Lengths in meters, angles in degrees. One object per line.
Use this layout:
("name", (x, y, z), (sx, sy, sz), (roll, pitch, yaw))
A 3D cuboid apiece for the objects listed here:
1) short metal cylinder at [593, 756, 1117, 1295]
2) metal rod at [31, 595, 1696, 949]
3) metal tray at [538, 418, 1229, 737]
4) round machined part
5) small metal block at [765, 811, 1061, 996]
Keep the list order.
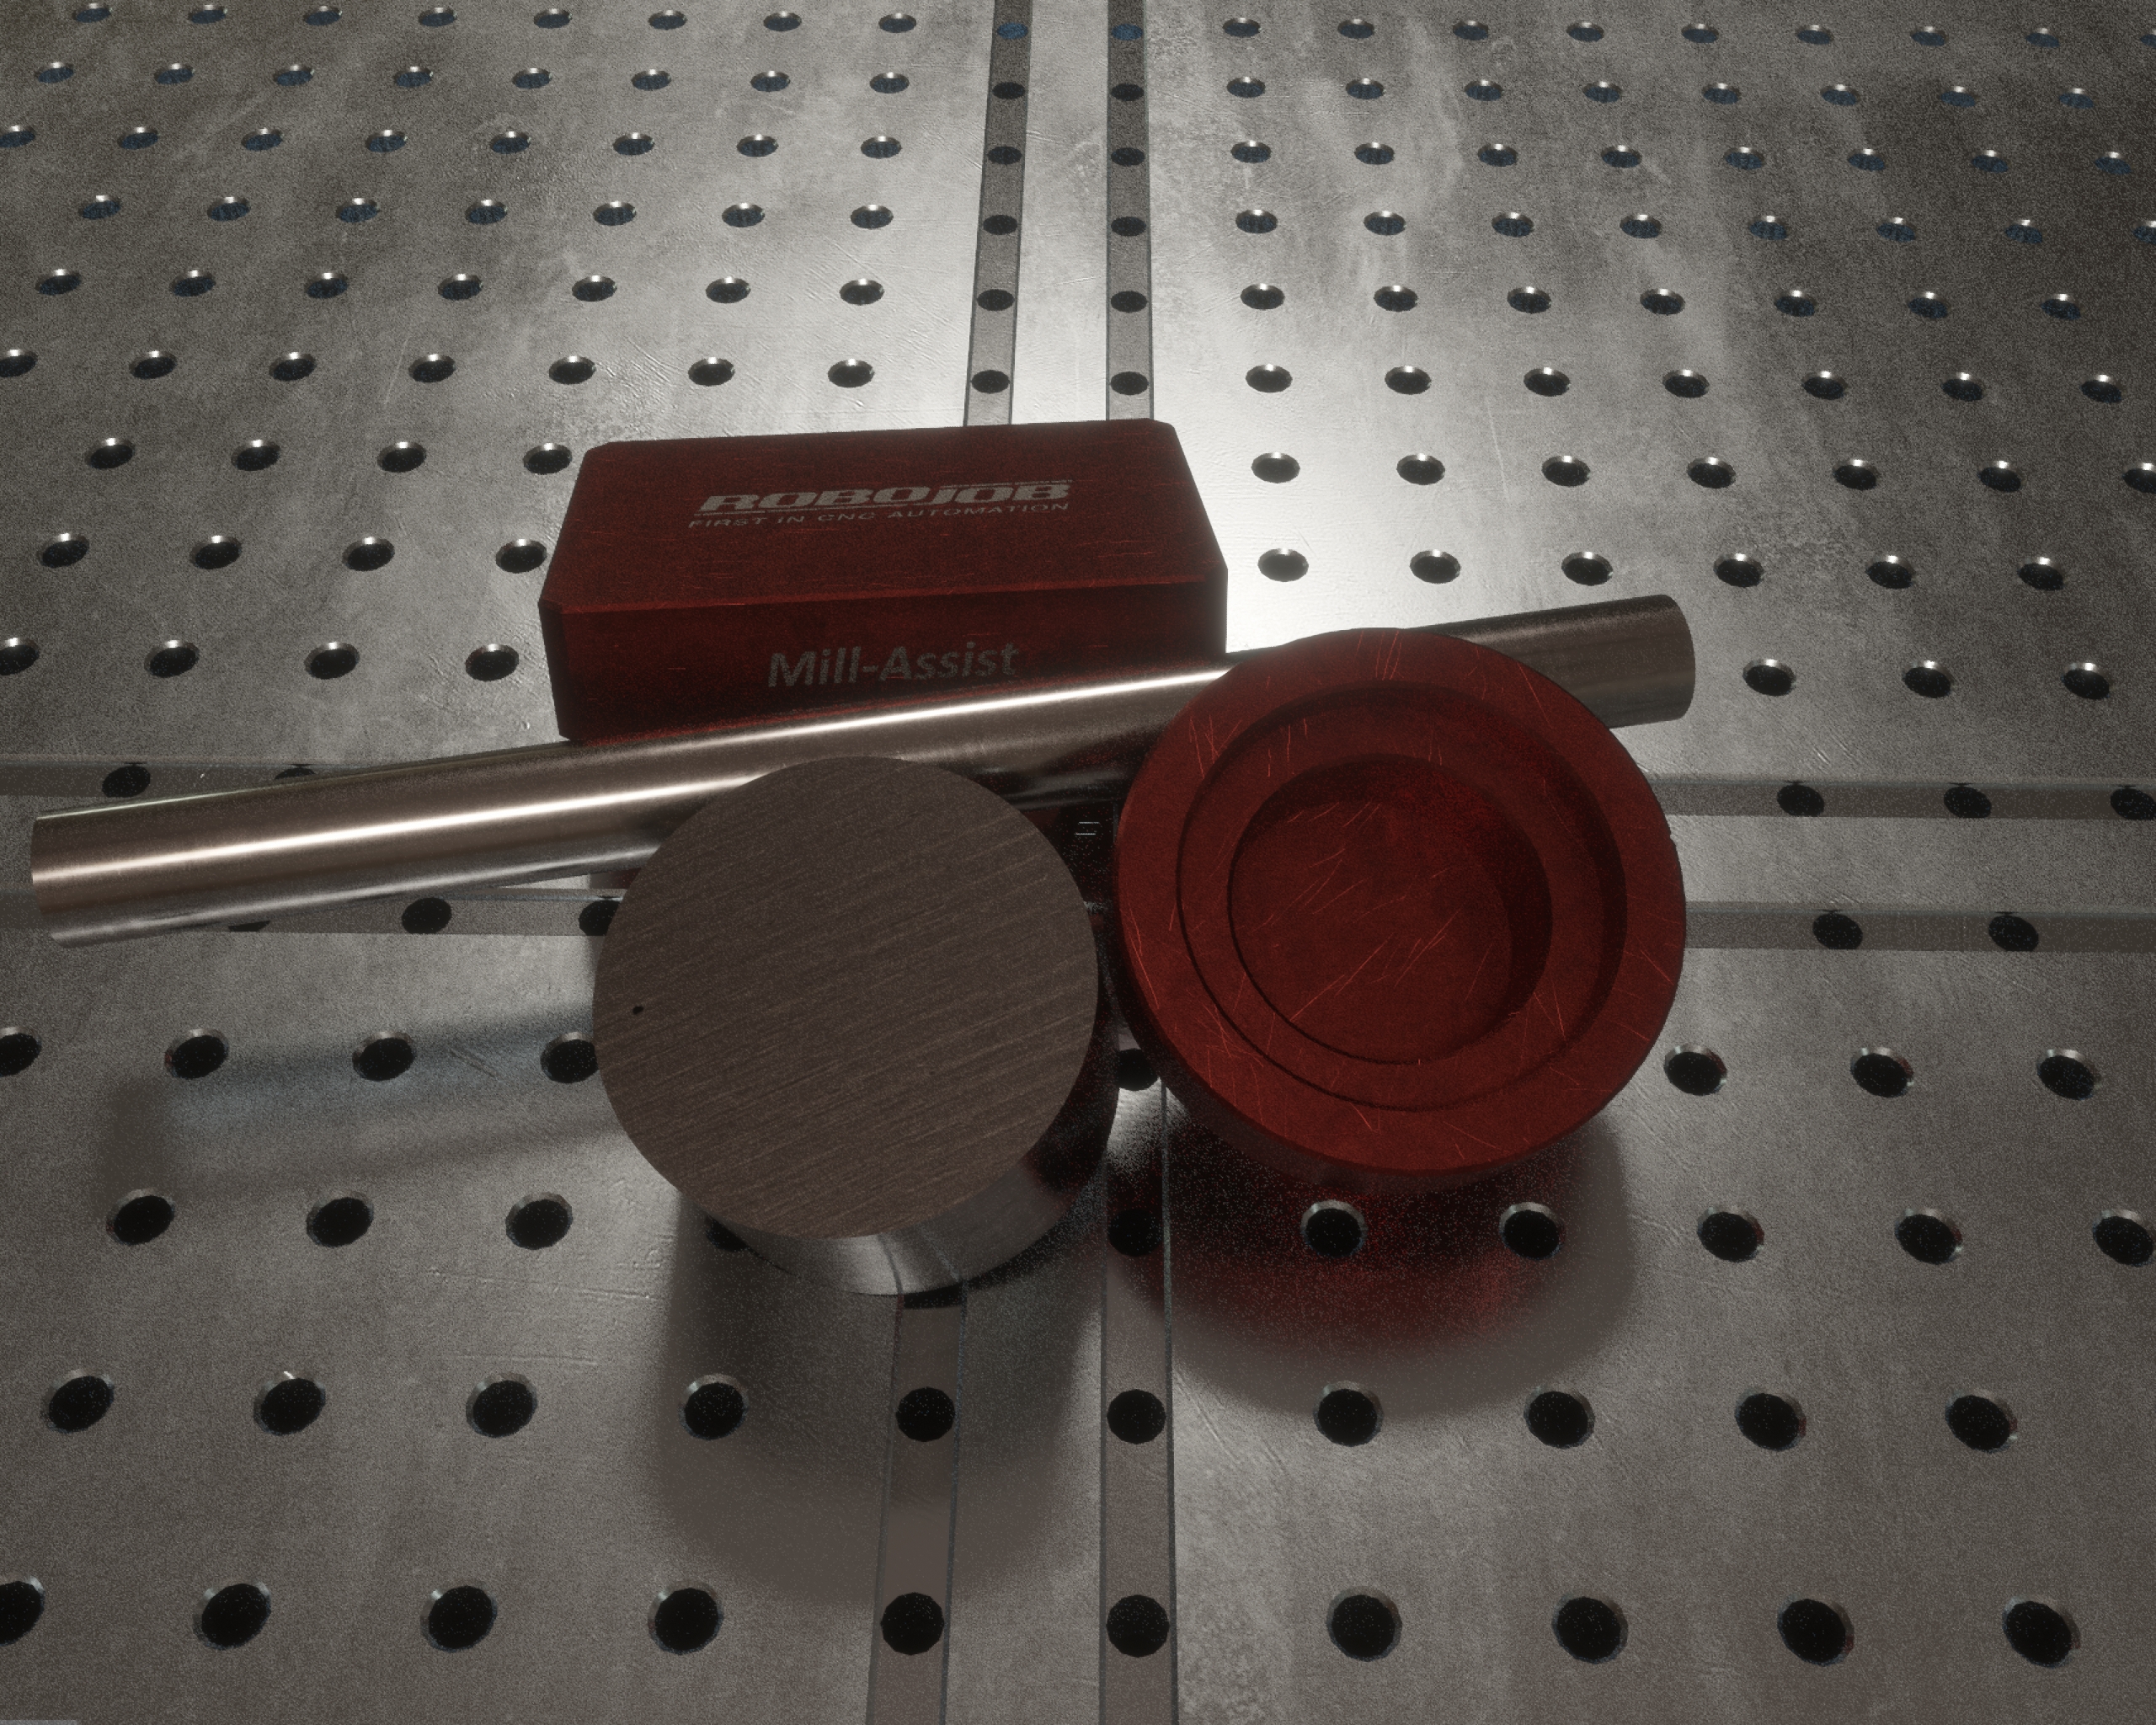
("short metal cylinder", (-0.035, 0.029, 0.352), (0.080, 0.050, 0.080), (-2, 68, 5))
("metal rod", (-0.032, -0.019, 0.389), (0.302, 0.025, 0.025), (-8, 51, -8))
("metal tray", (-0.040, -0.061, 0.437), (0.131, 0.030, 0.090), (-3, 32, -4))
("round machined part", (0.054, 0.011, 0.373), (0.099, 0.042, 0.098), (1, 72, -4))
("small metal block", (-0.035, 0.009, 0.410), (0.050, 0.025, 0.050), (14, 51, 11))
